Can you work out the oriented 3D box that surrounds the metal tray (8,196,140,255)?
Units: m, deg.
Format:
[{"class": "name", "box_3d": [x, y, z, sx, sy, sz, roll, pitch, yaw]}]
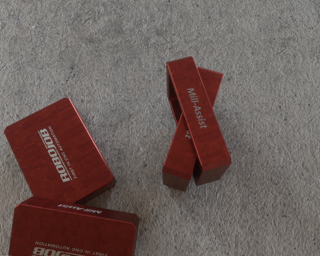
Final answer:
[{"class": "metal tray", "box_3d": [-0.094, 0.132, 0.339, 0.131, 0.030, 0.089, 9, 93, 3]}]

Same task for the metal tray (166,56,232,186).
[{"class": "metal tray", "box_3d": [0.040, -0.005, 0.362, 0.030, 0.090, 0.130, -15, 69, -4]}]

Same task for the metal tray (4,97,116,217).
[{"class": "metal tray", "box_3d": [-0.126, 0.036, 0.391, 0.090, 0.030, 0.130, -30, 73, -10]}]

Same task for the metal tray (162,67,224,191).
[{"class": "metal tray", "box_3d": [0.038, 0.005, 0.371, 0.030, 0.090, 0.130, 18, 71, 7]}]
